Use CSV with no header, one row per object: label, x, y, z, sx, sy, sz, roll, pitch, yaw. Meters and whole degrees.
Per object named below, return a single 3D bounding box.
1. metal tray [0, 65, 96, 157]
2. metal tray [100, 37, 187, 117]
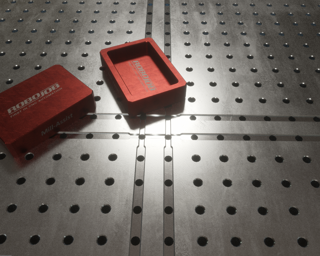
metal tray,-0.167,-0.029,0.427,0.090,0.030,0.131,37,59,26
metal tray,-0.028,-0.083,0.473,0.091,0.030,0.130,-19,53,-16
